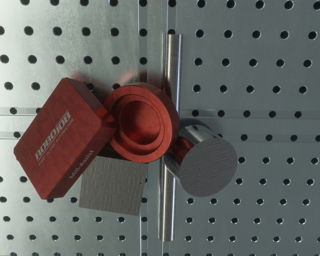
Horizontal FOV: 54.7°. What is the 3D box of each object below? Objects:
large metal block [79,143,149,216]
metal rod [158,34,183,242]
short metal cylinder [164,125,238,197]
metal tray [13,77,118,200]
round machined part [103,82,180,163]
[{"bbox_3d":[-0.061,0.067,0.424,0.081,0.050,0.079,10,110,-4],"label":"large metal block"},{"bbox_3d":[0.013,0.027,0.424,0.025,0.025,0.298,1,110,-1],"label":"metal rod"},{"bbox_3d":[0.052,0.042,0.402,0.081,0.050,0.079,-7,112,-19],"label":"short metal cylinder"},{"bbox_3d":[-0.122,0.014,0.388,0.130,0.030,0.090,-50,65,15],"label":"metal tray"},{"bbox_3d":[-0.021,-0.009,0.387,0.098,0.042,0.097,9,111,24],"label":"round machined part"}]
